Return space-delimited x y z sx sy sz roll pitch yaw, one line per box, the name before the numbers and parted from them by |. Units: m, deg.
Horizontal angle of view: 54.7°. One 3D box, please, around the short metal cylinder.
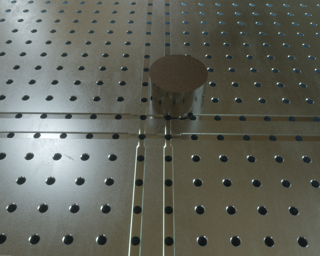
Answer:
short metal cylinder | 0.025 -0.060 0.442 0.081 0.050 0.080 0 50 0
